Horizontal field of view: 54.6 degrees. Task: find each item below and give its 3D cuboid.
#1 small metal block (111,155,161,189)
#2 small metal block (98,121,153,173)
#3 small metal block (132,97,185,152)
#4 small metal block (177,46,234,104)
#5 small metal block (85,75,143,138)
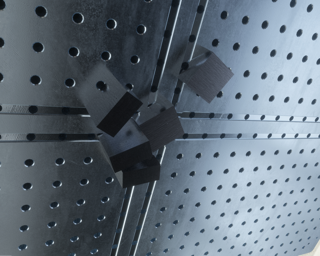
[{"bbox_3d":[-0.033,0.049,0.406,0.050,0.050,0.025,-9,123,-23],"label":"small metal block"},{"bbox_3d":[-0.043,0.022,0.384,0.050,0.050,0.025,-23,127,-15],"label":"small metal block"},{"bbox_3d":[-0.001,-0.004,0.407,0.050,0.025,0.050,-31,129,-9],"label":"small metal block"},{"bbox_3d":[0.059,-0.068,0.401,0.050,0.025,0.050,33,100,-38],"label":"small metal block"},{"bbox_3d":[-0.053,-0.026,0.350,0.050,0.050,0.025,-48,129,6],"label":"small metal block"}]
